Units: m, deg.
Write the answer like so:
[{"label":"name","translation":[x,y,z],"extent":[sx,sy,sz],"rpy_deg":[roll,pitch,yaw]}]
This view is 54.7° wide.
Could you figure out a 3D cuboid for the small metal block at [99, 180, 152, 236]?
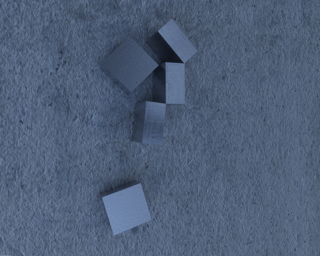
[{"label":"small metal block","translation":[-0.044,0.100,0.393],"extent":[0.050,0.025,0.050],"rpy_deg":[-18,96,-19]}]

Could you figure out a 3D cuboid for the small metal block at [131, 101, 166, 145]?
[{"label":"small metal block","translation":[-0.015,-0.006,0.390],"extent":[0.025,0.050,0.050],"rpy_deg":[6,88,-20]}]

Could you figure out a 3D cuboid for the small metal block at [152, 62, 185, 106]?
[{"label":"small metal block","translation":[0.010,-0.054,0.399],"extent":[0.025,0.050,0.050],"rpy_deg":[-1,91,-20]}]

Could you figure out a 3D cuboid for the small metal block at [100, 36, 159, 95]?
[{"label":"small metal block","translation":[-0.039,-0.078,0.391],"extent":[0.050,0.025,0.050],"rpy_deg":[45,76,-8]}]

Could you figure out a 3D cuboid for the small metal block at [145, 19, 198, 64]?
[{"label":"small metal block","translation":[0.014,-0.106,0.400],"extent":[0.025,0.050,0.050],"rpy_deg":[-46,104,-15]}]
